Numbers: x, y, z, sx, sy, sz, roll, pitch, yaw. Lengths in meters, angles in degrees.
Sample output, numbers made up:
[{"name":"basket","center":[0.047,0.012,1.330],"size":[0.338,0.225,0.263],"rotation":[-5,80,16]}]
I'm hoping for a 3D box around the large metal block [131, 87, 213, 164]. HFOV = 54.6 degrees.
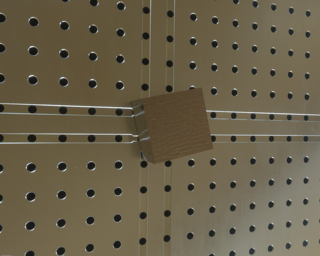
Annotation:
[{"name":"large metal block","center":[0.015,-0.004,0.404],"size":[0.081,0.050,0.080],"rotation":[-13,95,-20]}]
